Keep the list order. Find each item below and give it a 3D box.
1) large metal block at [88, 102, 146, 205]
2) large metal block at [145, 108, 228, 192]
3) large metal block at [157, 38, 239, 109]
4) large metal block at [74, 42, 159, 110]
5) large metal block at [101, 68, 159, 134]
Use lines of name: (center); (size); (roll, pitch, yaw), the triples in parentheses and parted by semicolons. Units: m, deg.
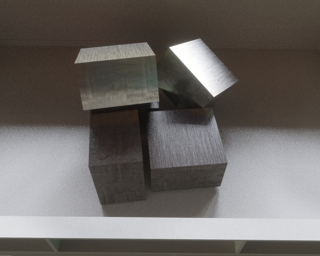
large metal block: (-0.046, 0.028, 0.343); (0.050, 0.080, 0.080); (-5, 50, -5)
large metal block: (0.026, 0.024, 0.364); (0.081, 0.050, 0.080); (-4, 50, -4)
large metal block: (0.046, -0.067, 0.410); (0.080, 0.050, 0.081); (50, 41, 7)
large metal block: (-0.048, -0.062, 0.354); (0.081, 0.050, 0.080); (-7, 25, -6)
large metal block: (-0.042, -0.038, 0.419); (0.081, 0.050, 0.080); (-1, 50, -1)
